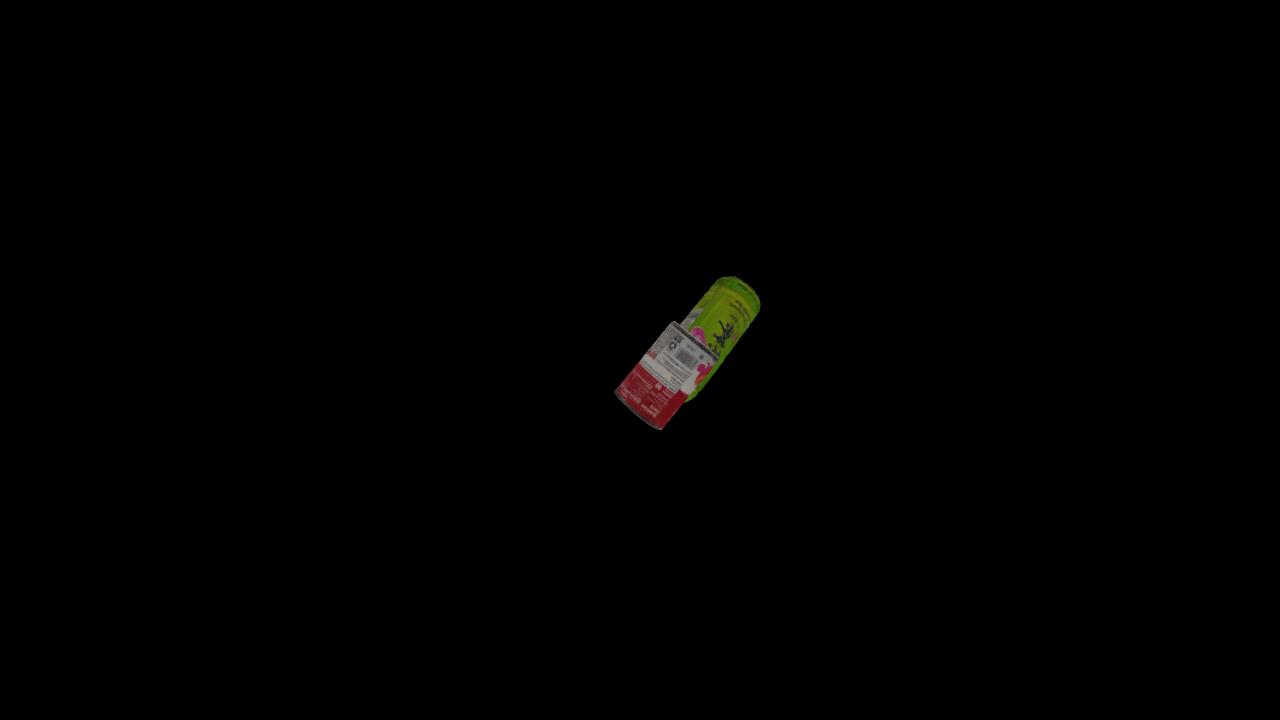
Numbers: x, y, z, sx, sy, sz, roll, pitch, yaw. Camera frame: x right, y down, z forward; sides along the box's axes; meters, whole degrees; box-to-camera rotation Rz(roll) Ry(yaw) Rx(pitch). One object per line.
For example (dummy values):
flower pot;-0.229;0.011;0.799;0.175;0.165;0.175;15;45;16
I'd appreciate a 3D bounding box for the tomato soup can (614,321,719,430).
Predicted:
tomato soup can;0.029;0.016;0.663;0.068;0.101;0.068;38;5;-4

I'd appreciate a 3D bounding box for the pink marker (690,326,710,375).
pink marker;0.065;-0.013;0.690;0.020;0.020;0.121;0;22;3

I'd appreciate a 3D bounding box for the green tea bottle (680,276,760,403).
green tea bottle;0.066;-0.010;0.753;0.073;0.212;0.073;34;-22;16
